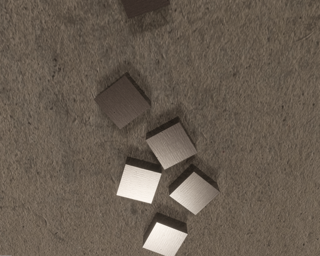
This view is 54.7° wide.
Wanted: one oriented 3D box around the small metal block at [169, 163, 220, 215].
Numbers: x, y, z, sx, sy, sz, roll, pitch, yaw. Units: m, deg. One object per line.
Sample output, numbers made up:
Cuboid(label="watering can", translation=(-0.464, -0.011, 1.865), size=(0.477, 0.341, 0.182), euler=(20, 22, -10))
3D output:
Cuboid(label="small metal block", translation=(0.048, 0.088, 0.443), size=(0.050, 0.025, 0.050), euler=(39, 105, -14))

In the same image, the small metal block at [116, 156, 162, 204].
Cuboid(label="small metal block", translation=(-0.029, 0.073, 0.436), size=(0.050, 0.025, 0.050), euler=(16, 109, -6))

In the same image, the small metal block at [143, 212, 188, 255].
Cuboid(label="small metal block", translation=(0.007, 0.163, 0.470), size=(0.050, 0.025, 0.050), euler=(24, 108, -9))

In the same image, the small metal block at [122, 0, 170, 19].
Cuboid(label="small metal block", translation=(-0.020, -0.157, 0.352), size=(0.050, 0.025, 0.050), euler=(-17, 110, 6))

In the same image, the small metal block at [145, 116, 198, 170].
Cuboid(label="small metal block", translation=(0.015, 0.020, 0.417), size=(0.050, 0.025, 0.050), euler=(-29, 108, 9))

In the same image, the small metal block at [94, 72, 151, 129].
Cuboid(label="small metal block", translation=(-0.047, -0.035, 0.396), size=(0.050, 0.025, 0.050), euler=(-36, 107, 12))
